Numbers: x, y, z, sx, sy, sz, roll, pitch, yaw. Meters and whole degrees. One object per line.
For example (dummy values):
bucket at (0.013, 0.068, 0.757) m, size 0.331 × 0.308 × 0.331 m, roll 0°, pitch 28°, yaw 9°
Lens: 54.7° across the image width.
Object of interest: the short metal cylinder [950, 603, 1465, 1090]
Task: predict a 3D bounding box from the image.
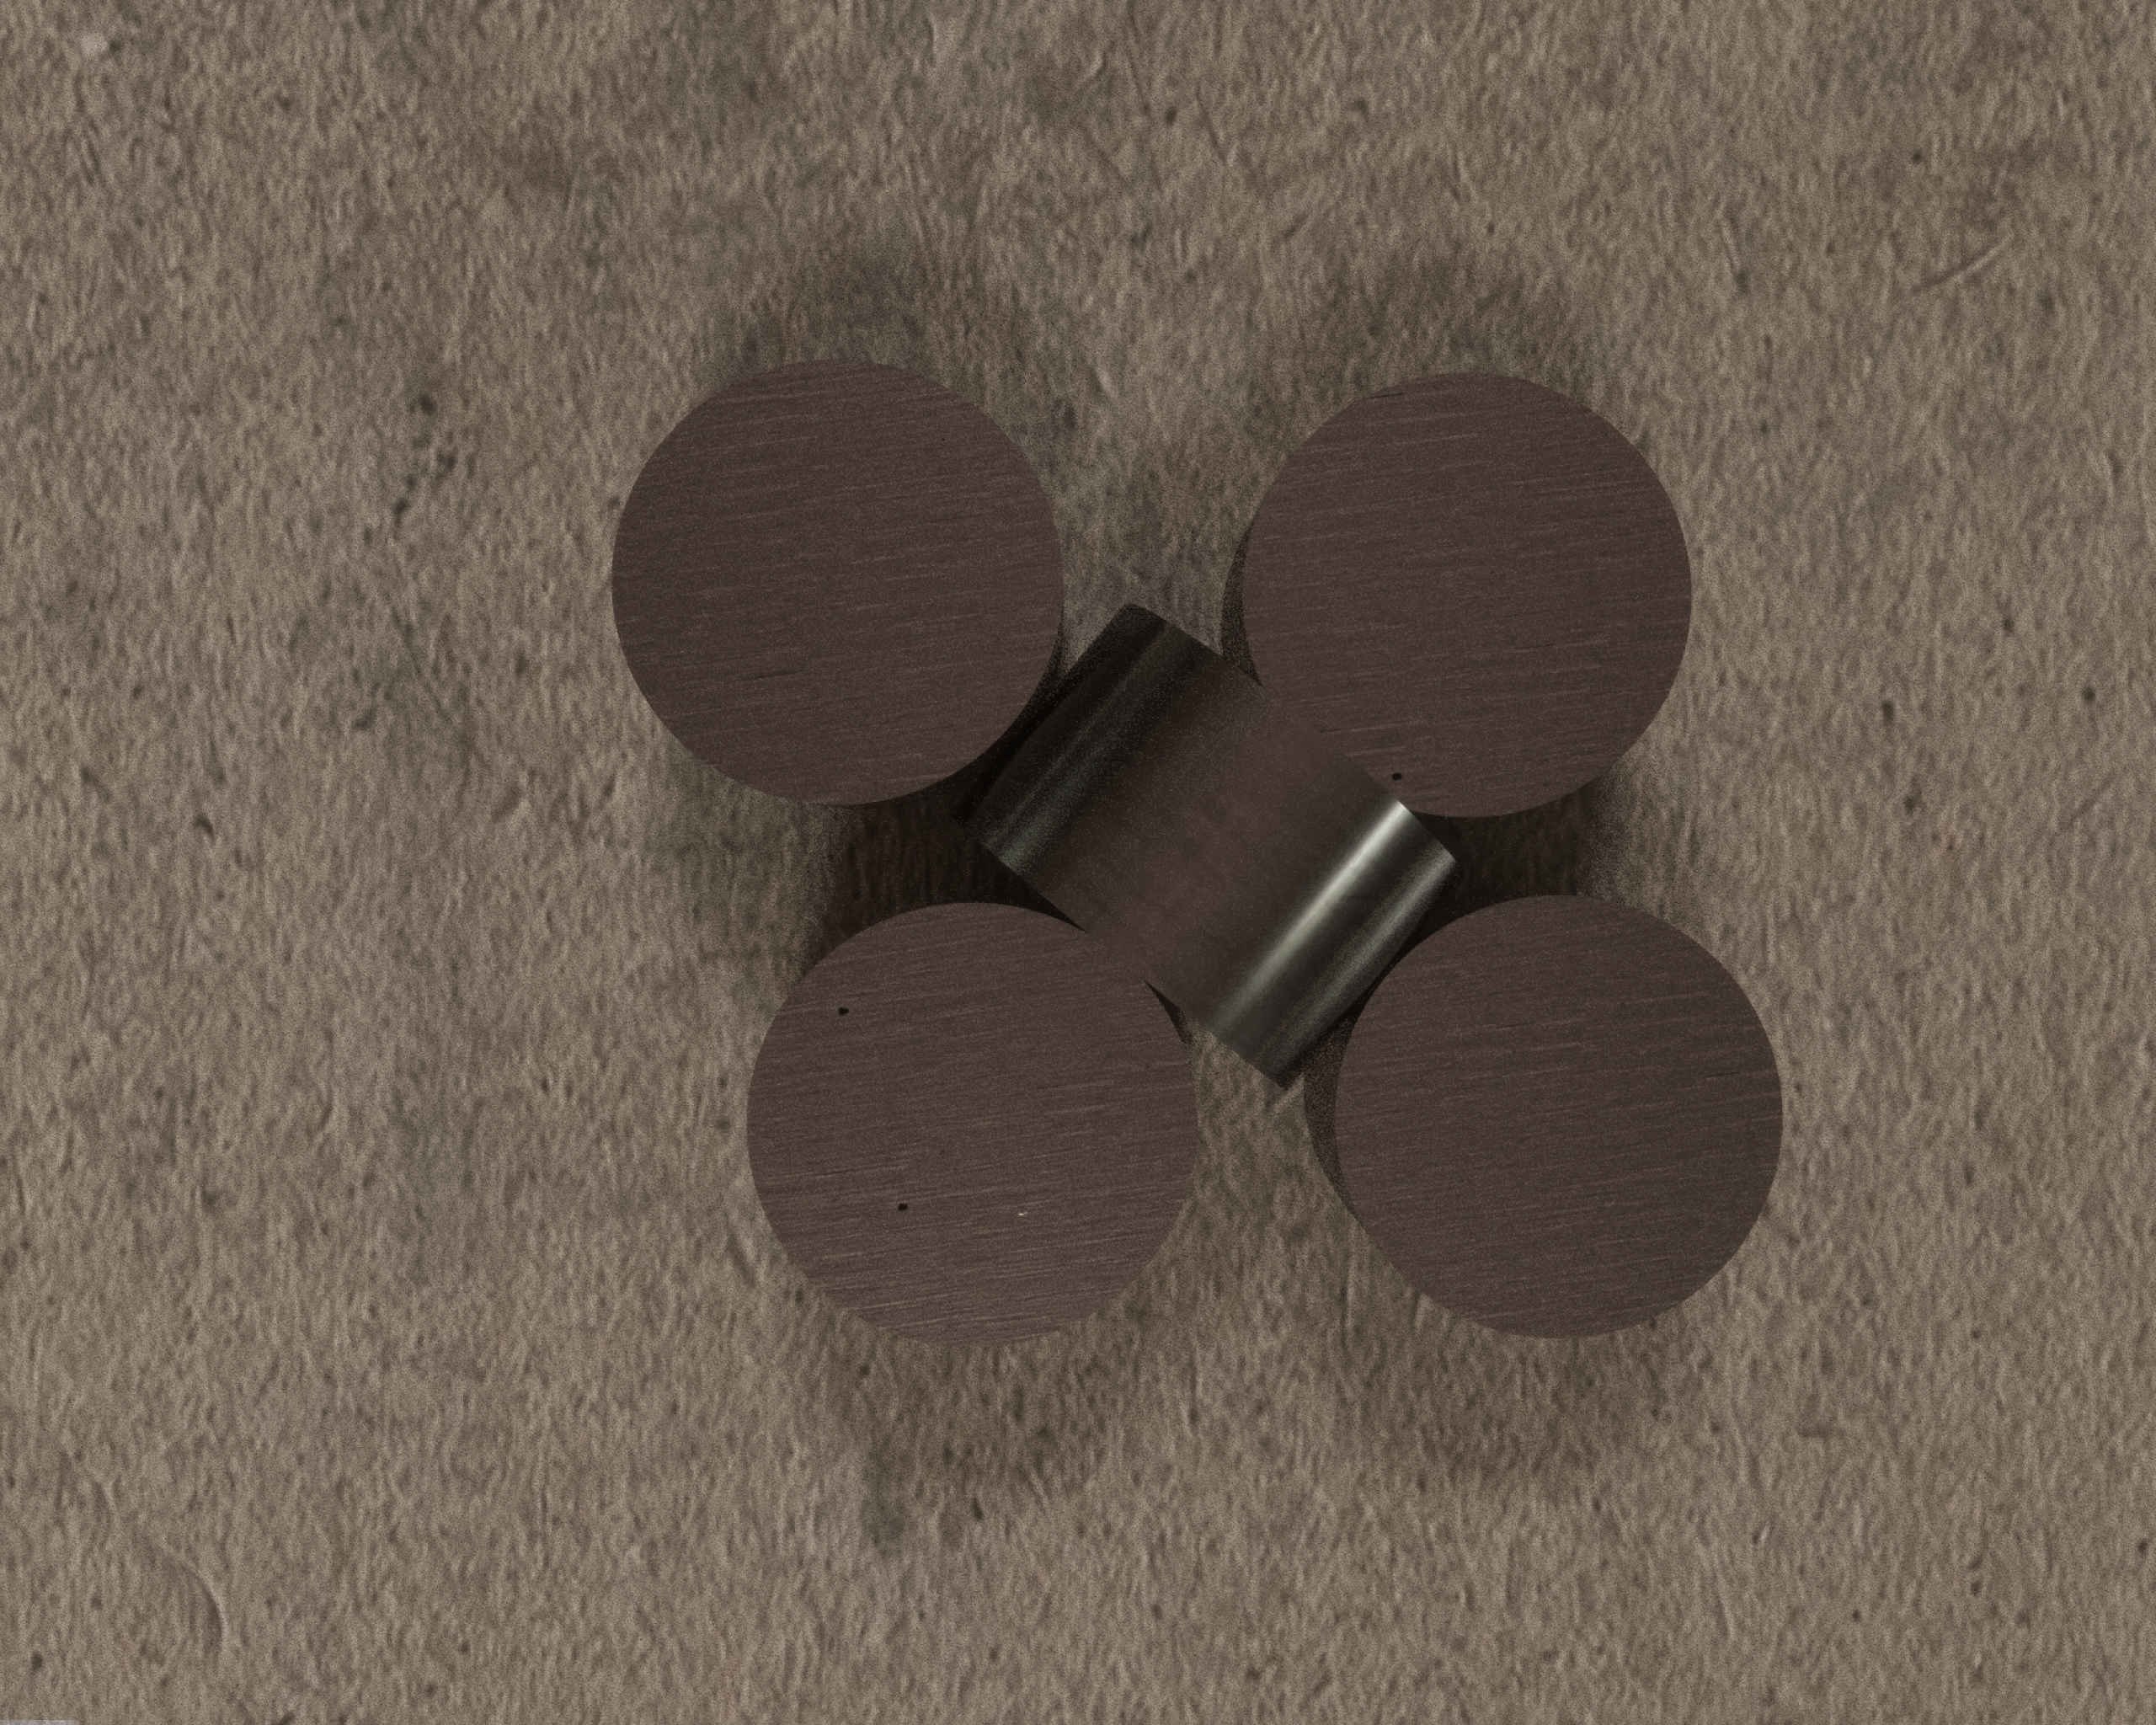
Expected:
short metal cylinder at (0.023, -0.003, 0.384) m, size 0.080 × 0.080 × 0.050 m, roll 40°, pitch 90°, yaw -1°

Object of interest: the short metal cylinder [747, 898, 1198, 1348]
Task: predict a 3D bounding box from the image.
short metal cylinder at (-0.019, 0.047, 0.397) m, size 0.081 × 0.050 × 0.079 m, roll 0°, pitch 90°, yaw -1°

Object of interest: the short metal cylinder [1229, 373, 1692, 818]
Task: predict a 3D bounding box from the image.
short metal cylinder at (0.070, -0.048, 0.398) m, size 0.081 × 0.050 × 0.079 m, roll 0°, pitch 90°, yaw -1°

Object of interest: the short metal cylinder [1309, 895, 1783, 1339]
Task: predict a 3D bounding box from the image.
short metal cylinder at (0.086, 0.045, 0.399) m, size 0.081 × 0.050 × 0.079 m, roll 0°, pitch 90°, yaw -1°

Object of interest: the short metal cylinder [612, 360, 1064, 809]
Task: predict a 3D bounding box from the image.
short metal cylinder at (-0.043, -0.050, 0.397) m, size 0.081 × 0.050 × 0.079 m, roll 0°, pitch 90°, yaw -1°
